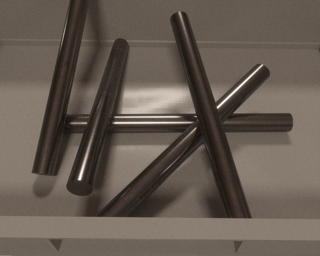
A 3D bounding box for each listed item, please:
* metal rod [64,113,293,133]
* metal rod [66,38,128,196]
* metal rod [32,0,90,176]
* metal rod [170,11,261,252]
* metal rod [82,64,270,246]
[{"bbox_3d":[0.021,-0.007,0.410,0.302,0.025,0.025,0,50,-1],"label":"metal rod"},{"bbox_3d":[-0.072,-0.041,0.409,0.025,0.025,0.300,2,41,1],"label":"metal rod"},{"bbox_3d":[-0.120,-0.089,0.400,0.025,0.025,0.299,5,74,4],"label":"metal rod"},{"bbox_3d":[0.054,-0.017,0.357,0.025,0.025,0.299,-9,64,-8],"label":"metal rod"},{"bbox_3d":[0.035,0.016,0.368,0.025,0.025,0.301,37,66,26],"label":"metal rod"}]
